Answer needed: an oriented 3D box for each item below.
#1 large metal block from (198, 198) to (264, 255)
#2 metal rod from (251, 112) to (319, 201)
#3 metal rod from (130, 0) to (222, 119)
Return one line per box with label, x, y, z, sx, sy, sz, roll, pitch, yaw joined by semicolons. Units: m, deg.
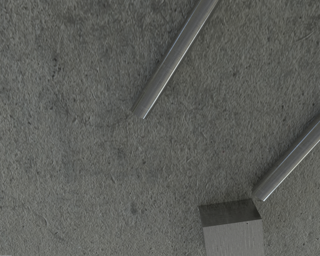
large metal block;0.104;0.157;0.456;0.080;0.050;0.079;-9;110;3
metal rod;0.226;-0.019;0.405;0.025;0.025;0.299;32;107;-12
metal rod;0.051;-0.138;0.359;0.025;0.025;0.298;30;107;-11
